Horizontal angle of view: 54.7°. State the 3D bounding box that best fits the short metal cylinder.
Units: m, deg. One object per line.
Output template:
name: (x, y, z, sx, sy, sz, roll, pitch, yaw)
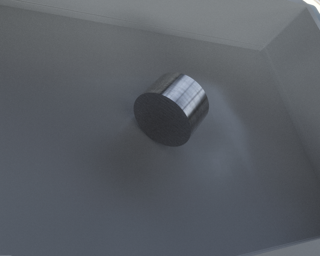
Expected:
short metal cylinder: (0.014, -0.023, 0.390, 0.080, 0.080, 0.050, 41, 51, -1)
